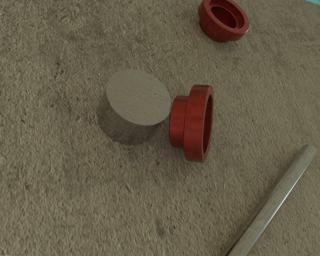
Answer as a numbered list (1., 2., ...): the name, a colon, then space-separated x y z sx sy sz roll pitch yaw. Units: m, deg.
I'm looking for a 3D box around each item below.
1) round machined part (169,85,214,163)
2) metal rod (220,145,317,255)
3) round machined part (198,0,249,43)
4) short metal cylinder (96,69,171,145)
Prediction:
1. round machined part: 0.040 -0.007 0.394 0.042 0.098 0.098 6 52 16
2. metal rod: 0.149 0.105 0.419 0.302 0.025 0.025 -34 81 -38
3. round machined part: 0.113 -0.198 0.574 0.099 0.042 0.098 14 56 -21
4. short metal cylinder: -0.033 -0.026 0.384 0.081 0.050 0.080 12 56 -19
